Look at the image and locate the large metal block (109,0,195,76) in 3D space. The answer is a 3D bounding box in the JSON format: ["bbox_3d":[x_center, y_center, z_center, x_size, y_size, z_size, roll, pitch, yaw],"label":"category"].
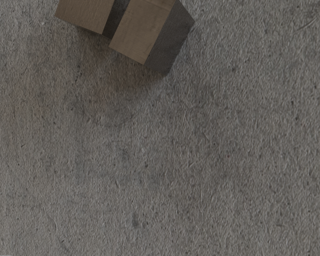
[{"bbox_3d":[-0.007,-0.117,0.382,0.050,0.080,0.080,31,100,17],"label":"large metal block"}]

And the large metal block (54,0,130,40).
[{"bbox_3d":[-0.085,-0.172,0.426,0.080,0.050,0.080,25,98,18],"label":"large metal block"}]
